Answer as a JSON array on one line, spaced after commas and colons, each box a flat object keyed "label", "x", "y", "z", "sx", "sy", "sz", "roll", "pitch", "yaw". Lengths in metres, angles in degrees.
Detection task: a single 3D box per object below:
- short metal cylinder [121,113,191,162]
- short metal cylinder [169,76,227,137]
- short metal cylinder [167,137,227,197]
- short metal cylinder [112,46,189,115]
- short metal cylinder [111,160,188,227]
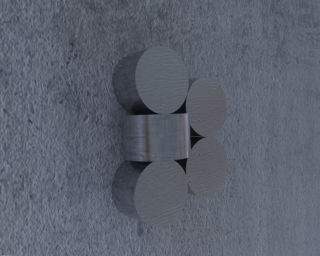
[{"label": "short metal cylinder", "x": -0.004, "y": 0.009, "z": 0.367, "sx": 0.081, "sy": 0.080, "sz": 0.050, "roll": -4, "pitch": 93, "yaw": -40}, {"label": "short metal cylinder", "x": 0.047, "y": -0.028, "z": 0.428, "sx": 0.081, "sy": 0.050, "sz": 0.079, "roll": -1, "pitch": 91, "yaw": -40}, {"label": "short metal cylinder", "x": 0.048, "y": 0.052, "z": 0.429, "sx": 0.081, "sy": 0.050, "sz": 0.079, "roll": -1, "pitch": 91, "yaw": -39}, {"label": "short metal cylinder", "x": -0.011, "y": -0.056, "z": 0.380, "sx": 0.081, "sy": 0.050, "sz": 0.080, "roll": -1, "pitch": 91, "yaw": -39}, {"label": "short metal cylinder", "x": -0.012, "y": 0.075, "z": 0.380, "sx": 0.081, "sy": 0.050, "sz": 0.080, "roll": -1, "pitch": 91, "yaw": -39}]
